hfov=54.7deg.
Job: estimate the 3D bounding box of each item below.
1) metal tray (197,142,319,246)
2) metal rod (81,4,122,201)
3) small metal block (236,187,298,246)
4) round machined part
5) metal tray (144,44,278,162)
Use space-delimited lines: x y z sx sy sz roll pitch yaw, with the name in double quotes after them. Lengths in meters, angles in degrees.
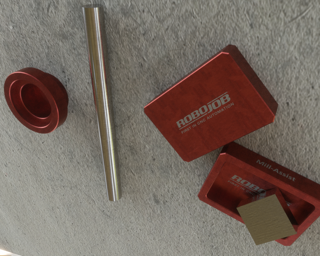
0.123 0.083 0.389 0.130 0.030 0.089 27 128 10 "metal tray"
-0.077 -0.014 0.436 0.025 0.025 0.298 13 124 21 "metal rod"
0.129 0.106 0.373 0.050 0.025 0.050 -30 84 28 "small metal block"
-0.177 -0.044 0.460 0.098 0.042 0.097 13 124 20 "round machined part"
0.055 -0.023 0.360 0.130 0.030 0.090 -32 101 38 "metal tray"
